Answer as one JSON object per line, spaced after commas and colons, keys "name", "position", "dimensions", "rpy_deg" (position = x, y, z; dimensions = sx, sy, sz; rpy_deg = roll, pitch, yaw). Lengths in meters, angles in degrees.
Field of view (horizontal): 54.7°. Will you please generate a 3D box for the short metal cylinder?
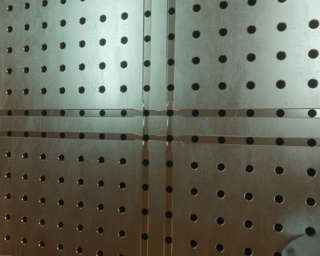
{"name": "short metal cylinder", "position": [0.177, 0.143, 0.321], "dimensions": [0.080, 0.080, 0.050], "rpy_deg": [-27, 81, 18]}
